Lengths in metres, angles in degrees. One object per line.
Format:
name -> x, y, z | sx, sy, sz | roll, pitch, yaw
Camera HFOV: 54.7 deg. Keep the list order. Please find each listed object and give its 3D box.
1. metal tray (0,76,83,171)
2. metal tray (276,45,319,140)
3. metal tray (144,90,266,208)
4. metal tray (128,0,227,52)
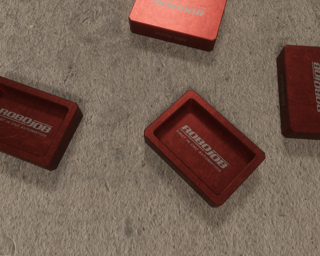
metal tray -> -0.181, -0.008, 0.406 | 0.131, 0.030, 0.090 | 20, 71, 6
metal tray -> 0.214, -0.049, 0.426 | 0.091, 0.030, 0.130 | 4, 70, 1
metal tray -> 0.054, 0.025, 0.397 | 0.090, 0.030, 0.130 | -43, 76, -14
metal tray -> 0.028, -0.175, 0.470 | 0.131, 0.030, 0.090 | 15, 71, 5
